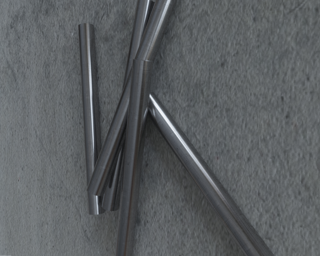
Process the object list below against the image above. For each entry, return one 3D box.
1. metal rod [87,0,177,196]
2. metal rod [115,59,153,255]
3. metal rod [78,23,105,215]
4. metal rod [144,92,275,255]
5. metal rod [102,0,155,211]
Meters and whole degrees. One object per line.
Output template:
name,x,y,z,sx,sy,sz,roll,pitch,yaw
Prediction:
metal rod,-0.036,-0.049,0.410,0.025,0.025,0.298,27,100,36
metal rod,-0.038,0.061,0.412,0.025,0.025,0.298,18,108,38
metal rod,-0.109,-0.016,0.492,0.025,0.025,0.298,-7,86,39
metal rod,0.061,0.072,0.353,0.025,0.025,0.299,-49,61,28
metal rod,-0.046,-0.026,0.440,0.025,0.025,0.298,18,101,38
